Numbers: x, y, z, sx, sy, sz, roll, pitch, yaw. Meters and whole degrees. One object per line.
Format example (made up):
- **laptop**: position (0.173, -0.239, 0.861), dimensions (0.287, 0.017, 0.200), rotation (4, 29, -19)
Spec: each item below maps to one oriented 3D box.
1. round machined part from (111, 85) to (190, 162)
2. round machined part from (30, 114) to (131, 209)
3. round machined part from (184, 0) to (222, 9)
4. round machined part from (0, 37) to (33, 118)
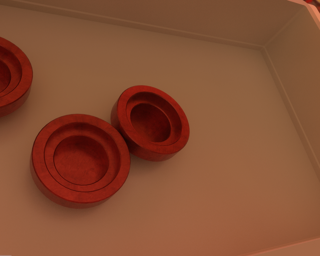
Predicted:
- **round machined part**: position (-0.015, -0.002, 0.385), dimensions (0.099, 0.042, 0.098), rotation (18, 50, -23)
- **round machined part**: position (-0.085, 0.037, 0.327), dimensions (0.099, 0.042, 0.098), rotation (14, 56, -21)
- **round machined part**: position (0.077, -0.273, 0.608), dimensions (0.099, 0.042, 0.098), rotation (14, 56, -21)
- **round machined part**: position (-0.188, -0.050, 0.324), dimensions (0.099, 0.042, 0.098), rotation (14, 56, -21)
